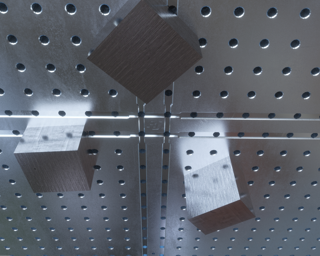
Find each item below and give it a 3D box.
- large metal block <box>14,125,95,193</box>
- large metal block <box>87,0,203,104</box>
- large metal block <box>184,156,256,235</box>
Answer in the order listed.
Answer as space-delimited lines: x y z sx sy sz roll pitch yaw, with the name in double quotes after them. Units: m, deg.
-0.141 0.044 0.430 0.080 0.050 0.079 -3 130 2 "large metal block"
-0.015 -0.085 0.323 0.080 0.050 0.080 37 121 -27 "large metal block"
0.086 0.100 0.463 0.080 0.080 0.050 -28 125 21 "large metal block"
